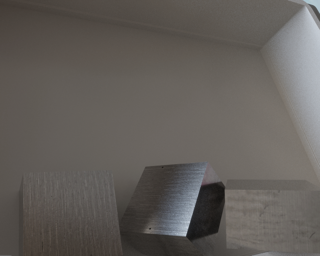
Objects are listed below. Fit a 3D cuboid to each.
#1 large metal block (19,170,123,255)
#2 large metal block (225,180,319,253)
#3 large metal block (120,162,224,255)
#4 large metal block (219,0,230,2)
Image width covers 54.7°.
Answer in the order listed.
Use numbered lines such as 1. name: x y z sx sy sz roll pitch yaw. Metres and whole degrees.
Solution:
1. large metal block: -0.087 0.087 0.291 0.081 0.050 0.080 2 61 -28
2. large metal block: 0.105 0.079 0.296 0.080 0.080 0.050 -2 86 14
3. large metal block: 0.015 0.084 0.319 0.050 0.080 0.080 54 43 -32
4. large metal block: 0.116 -0.320 0.652 0.081 0.050 0.080 -4 64 -30
